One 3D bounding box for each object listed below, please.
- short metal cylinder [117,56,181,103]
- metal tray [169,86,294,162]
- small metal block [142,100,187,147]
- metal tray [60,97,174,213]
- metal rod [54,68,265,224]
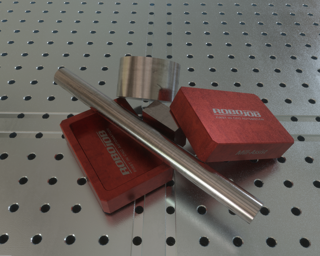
[{"bbox_3d":[-0.015,-0.062,0.411,0.080,0.080,0.050,6,92,5],"label":"short metal cylinder"},{"bbox_3d":[0.087,-0.005,0.371,0.131,0.030,0.090,1,45,-32],"label":"metal tray"},{"bbox_3d":[0.006,0.000,0.385,0.050,0.050,0.025,33,58,25],"label":"small metal block"},{"bbox_3d":[-0.054,0.026,0.377,0.091,0.030,0.130,-25,55,-20],"label":"metal tray"},{"bbox_3d":[-0.020,0.006,0.359,0.300,0.025,0.025,34,58,25],"label":"metal rod"}]
